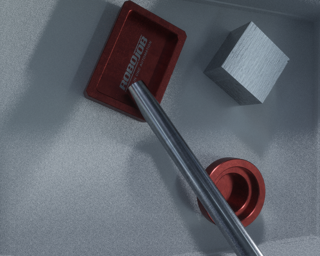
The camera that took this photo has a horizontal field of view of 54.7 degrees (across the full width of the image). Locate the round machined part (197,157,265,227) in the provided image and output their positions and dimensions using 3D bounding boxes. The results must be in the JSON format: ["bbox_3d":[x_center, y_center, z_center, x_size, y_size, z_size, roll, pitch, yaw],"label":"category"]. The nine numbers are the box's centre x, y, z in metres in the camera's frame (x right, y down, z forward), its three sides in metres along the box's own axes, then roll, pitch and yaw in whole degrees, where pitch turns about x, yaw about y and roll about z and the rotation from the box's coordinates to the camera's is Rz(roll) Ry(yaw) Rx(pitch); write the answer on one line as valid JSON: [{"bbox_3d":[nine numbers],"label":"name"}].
[{"bbox_3d":[0.096,0.090,0.439,0.099,0.042,0.097,0,90,-21],"label":"round machined part"}]

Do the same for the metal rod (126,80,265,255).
[{"bbox_3d":[0.052,0.071,0.355,0.025,0.025,0.299,-31,80,-18],"label":"metal rod"}]

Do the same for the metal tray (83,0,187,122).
[{"bbox_3d":[-0.030,-0.082,0.397,0.090,0.030,0.130,24,82,-19],"label":"metal tray"}]

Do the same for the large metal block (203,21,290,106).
[{"bbox_3d":[0.124,-0.089,0.444,0.080,0.050,0.080,37,78,-17],"label":"large metal block"}]
